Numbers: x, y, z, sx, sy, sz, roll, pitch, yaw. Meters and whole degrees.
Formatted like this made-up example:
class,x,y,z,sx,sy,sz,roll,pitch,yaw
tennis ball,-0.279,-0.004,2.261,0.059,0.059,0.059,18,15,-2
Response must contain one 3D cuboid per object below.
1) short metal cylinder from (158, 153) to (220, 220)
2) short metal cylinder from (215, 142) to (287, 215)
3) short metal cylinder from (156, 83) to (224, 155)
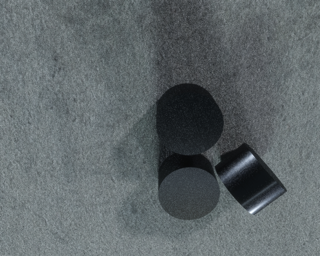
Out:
class,x,y,z,sx,sy,sz,roll,pitch,yaw
short metal cylinder,0.038,0.078,0.426,0.081,0.050,0.079,0,110,-1
short metal cylinder,0.118,0.065,0.406,0.050,0.080,0.080,-42,105,14
short metal cylinder,0.036,-0.012,0.393,0.081,0.050,0.079,0,110,-1
